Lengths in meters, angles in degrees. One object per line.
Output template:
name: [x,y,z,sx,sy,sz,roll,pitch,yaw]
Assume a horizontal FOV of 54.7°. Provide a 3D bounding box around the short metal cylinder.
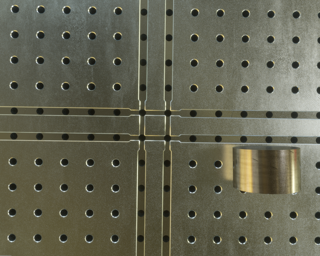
short metal cylinder: [0.132,0.049,0.388,0.081,0.080,0.050,-1,90,-1]
